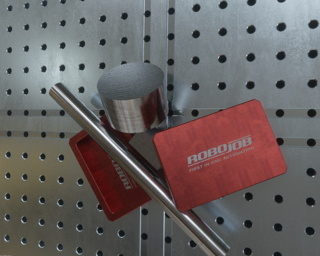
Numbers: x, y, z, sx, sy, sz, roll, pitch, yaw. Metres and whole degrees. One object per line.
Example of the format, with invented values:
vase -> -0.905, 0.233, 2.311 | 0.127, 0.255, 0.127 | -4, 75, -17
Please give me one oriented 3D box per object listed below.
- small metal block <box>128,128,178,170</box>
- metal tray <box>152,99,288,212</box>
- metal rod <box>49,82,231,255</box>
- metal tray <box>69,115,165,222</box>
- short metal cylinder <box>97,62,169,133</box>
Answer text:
small metal block -> -0.005, 0.025, 0.396 | 0.050, 0.050, 0.025 | 42, 103, 15
metal tray -> 0.066, 0.030, 0.355 | 0.131, 0.030, 0.090 | -19, 83, -6
metal rod -> -0.035, 0.046, 0.389 | 0.300, 0.025, 0.025 | 43, 103, 14
metal tray -> -0.058, 0.050, 0.426 | 0.090, 0.030, 0.130 | -33, 80, 17
short metal cylinder -> -0.032, -0.039, 0.384 | 0.080, 0.080, 0.050 | 9, 135, 19
